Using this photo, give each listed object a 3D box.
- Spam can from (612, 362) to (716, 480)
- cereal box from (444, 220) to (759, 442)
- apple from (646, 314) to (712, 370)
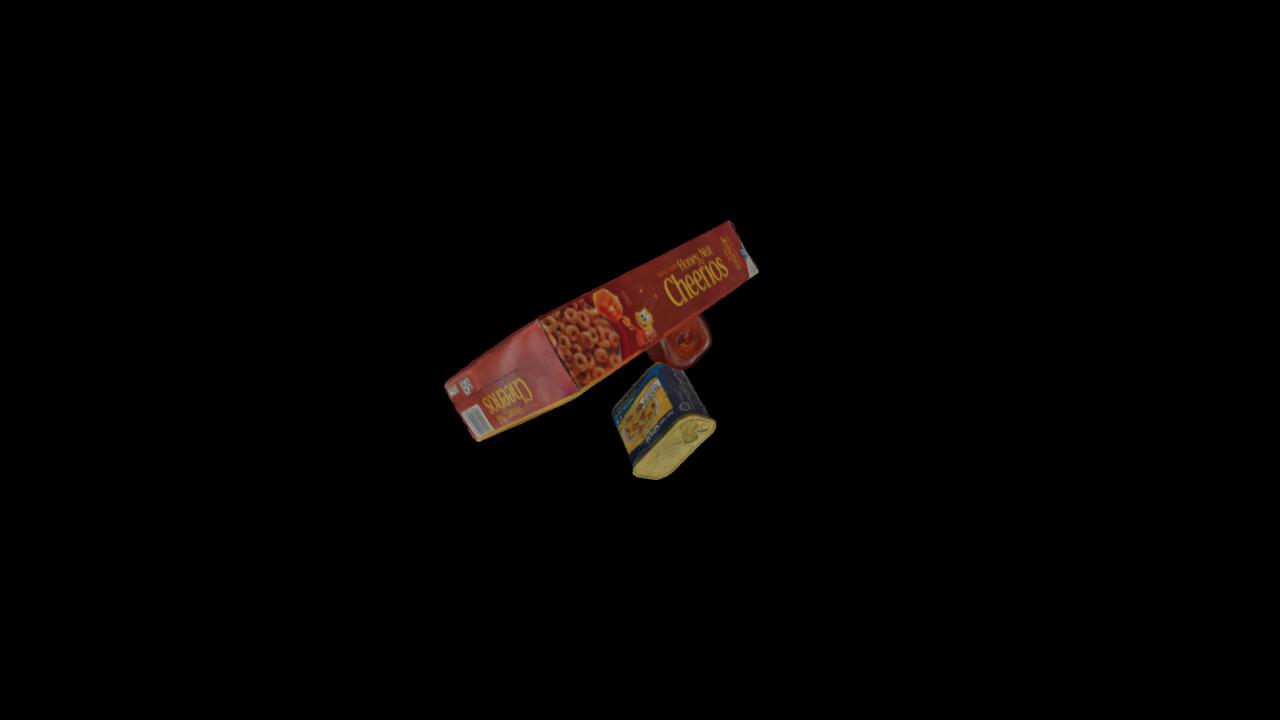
[{"bbox_3d":[0.022,0.065,0.670,0.058,0.101,0.085,20,31,-41],"label":"Spam can"},{"bbox_3d":[-0.032,-0.035,0.657,0.203,0.081,0.306,-26,6,47],"label":"cereal box"},{"bbox_3d":[0.038,-0.029,0.685,0.079,0.079,0.093,0,11,-11],"label":"apple"}]
